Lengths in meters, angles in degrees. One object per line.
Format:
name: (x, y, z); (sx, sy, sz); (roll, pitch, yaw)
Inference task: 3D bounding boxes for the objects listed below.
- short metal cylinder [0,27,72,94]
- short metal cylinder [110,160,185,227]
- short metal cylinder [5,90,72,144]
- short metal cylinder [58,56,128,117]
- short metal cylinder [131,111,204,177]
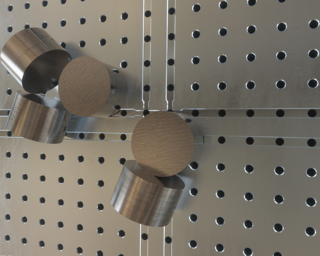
short metal cylinder: (-0.176, -0.096, 0.446); (0.050, 0.080, 0.080); (44, 104, 14)
short metal cylinder: (-0.015, 0.080, 0.389); (0.080, 0.080, 0.050); (24, 98, 18)
short metal cylinder: (-0.171, -0.016, 0.444); (0.080, 0.080, 0.050); (24, 98, 18)
short metal cylinder: (-0.092, -0.055, 0.432); (0.080, 0.050, 0.079); (0, 90, 20)
short metal cylinder: (0.011, 0.019, 0.395); (0.080, 0.050, 0.079); (0, 90, 20)
